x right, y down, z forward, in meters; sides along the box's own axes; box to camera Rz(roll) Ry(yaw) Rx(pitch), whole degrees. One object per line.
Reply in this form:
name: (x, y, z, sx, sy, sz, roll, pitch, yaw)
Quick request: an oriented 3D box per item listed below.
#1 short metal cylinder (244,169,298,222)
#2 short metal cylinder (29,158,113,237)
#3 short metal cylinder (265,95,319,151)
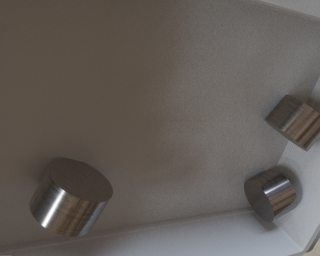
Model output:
short metal cylinder: (0.196, 0.120, 0.554, 0.050, 0.080, 0.080, -23, 127, -14)
short metal cylinder: (-0.103, 0.080, 0.366, 0.080, 0.080, 0.050, 21, 107, -36)
short metal cylinder: (0.213, -0.008, 0.484, 0.080, 0.080, 0.050, 31, 101, -38)
